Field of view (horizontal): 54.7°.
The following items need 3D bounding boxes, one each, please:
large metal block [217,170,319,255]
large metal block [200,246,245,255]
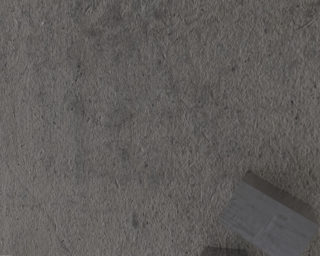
[{"bbox_3d":[0.117,0.093,0.338,0.080,0.080,0.050,30,100,17],"label":"large metal block"},{"bbox_3d":[0.070,0.192,0.355,0.050,0.080,0.080,-2,89,20],"label":"large metal block"}]
